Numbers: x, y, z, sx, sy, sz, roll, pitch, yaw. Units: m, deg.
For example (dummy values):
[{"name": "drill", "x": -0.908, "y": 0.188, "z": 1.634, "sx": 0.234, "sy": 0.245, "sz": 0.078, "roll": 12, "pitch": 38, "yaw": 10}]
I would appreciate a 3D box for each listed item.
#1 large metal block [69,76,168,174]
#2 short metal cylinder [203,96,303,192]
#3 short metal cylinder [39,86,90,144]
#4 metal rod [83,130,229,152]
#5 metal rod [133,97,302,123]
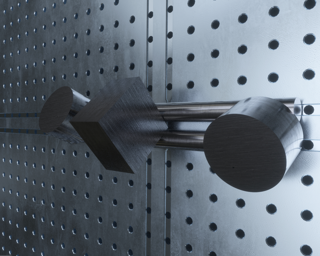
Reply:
[{"name": "large metal block", "x": -0.045, "y": -0.004, "z": 0.372, "sx": 0.050, "sy": 0.080, "sz": 0.080, "roll": 1, "pitch": 133, "yaw": 40}, {"name": "short metal cylinder", "x": 0.090, "y": 0.015, "z": 0.301, "sx": 0.080, "sy": 0.050, "sz": 0.079, "roll": 19, "pitch": 124, "yaw": 32}, {"name": "short metal cylinder", "x": -0.146, "y": -0.020, "z": 0.495, "sx": 0.080, "sy": 0.050, "sz": 0.080, "roll": -19, "pitch": 56, "yaw": 31}, {"name": "metal rod", "x": -0.040, "y": 0.014, "z": 0.441, "sx": 0.300, "sy": 0.025, "sz": 0.025, "roll": 1, "pitch": 91, "yaw": 40}, {"name": "metal rod", "x": 0.017, "y": -0.020, "z": 0.394, "sx": 0.300, "sy": 0.025, "sz": 0.025, "roll": 1, "pitch": 91, "yaw": 40}]
